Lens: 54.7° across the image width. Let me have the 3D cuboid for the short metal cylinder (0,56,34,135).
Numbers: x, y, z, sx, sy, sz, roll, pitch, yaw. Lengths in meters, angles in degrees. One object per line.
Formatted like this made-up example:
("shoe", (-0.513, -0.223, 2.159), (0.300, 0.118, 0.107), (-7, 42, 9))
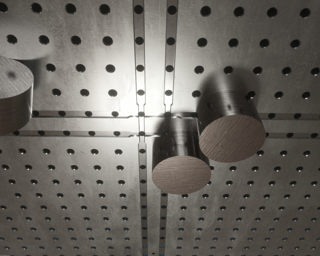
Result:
("short metal cylinder", (-0.184, -0.037, 0.341), (0.081, 0.080, 0.050), (13, 129, -11))

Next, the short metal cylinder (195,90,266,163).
("short metal cylinder", (0.088, -0.001, 0.396), (0.081, 0.050, 0.079), (-1, 130, 0))

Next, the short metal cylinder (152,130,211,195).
("short metal cylinder", (0.029, 0.049, 0.438), (0.081, 0.050, 0.079), (0, 130, 0))
